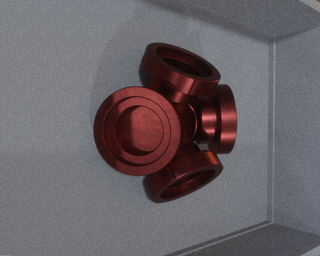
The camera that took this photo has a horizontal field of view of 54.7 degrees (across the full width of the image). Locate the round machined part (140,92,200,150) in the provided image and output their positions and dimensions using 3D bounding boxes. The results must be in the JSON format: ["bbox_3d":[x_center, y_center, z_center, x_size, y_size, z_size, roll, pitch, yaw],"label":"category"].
[{"bbox_3d":[0.014,-0.006,0.406,0.099,0.042,0.097,0,90,-40],"label":"round machined part"}]

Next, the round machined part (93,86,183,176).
[{"bbox_3d":[-0.021,0.002,0.353,0.042,0.098,0.097,-24,109,-77],"label":"round machined part"}]

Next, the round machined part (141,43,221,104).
[{"bbox_3d":[0.023,-0.066,0.390,0.099,0.098,0.042,-5,131,-40],"label":"round machined part"}]

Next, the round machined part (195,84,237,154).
[{"bbox_3d":[0.071,-0.012,0.432,0.042,0.098,0.097,-2,92,-4],"label":"round machined part"}]

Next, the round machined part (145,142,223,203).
[{"bbox_3d":[0.027,0.054,0.393,0.099,0.097,0.042,-2,55,-40],"label":"round machined part"}]
